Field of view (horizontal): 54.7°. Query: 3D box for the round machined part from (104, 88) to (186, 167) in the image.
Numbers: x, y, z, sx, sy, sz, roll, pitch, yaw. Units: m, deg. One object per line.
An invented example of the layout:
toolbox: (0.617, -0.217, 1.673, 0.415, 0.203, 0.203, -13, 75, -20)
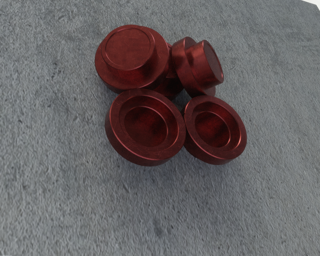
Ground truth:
round machined part: (-0.021, 0.003, 0.383, 0.099, 0.042, 0.098, 14, 56, -21)

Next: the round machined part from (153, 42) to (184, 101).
round machined part: (-0.003, -0.088, 0.447, 0.099, 0.042, 0.098, 14, 56, -21)

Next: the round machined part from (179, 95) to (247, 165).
round machined part: (0.067, 0.006, 0.428, 0.099, 0.042, 0.098, 14, 56, -21)

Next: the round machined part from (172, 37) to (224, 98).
round machined part: (0.061, -0.090, 0.456, 0.098, 0.042, 0.098, 41, 38, -42)

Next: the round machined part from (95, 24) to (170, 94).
round machined part: (-0.037, -0.094, 0.402, 0.099, 0.042, 0.098, -2, 69, 6)
